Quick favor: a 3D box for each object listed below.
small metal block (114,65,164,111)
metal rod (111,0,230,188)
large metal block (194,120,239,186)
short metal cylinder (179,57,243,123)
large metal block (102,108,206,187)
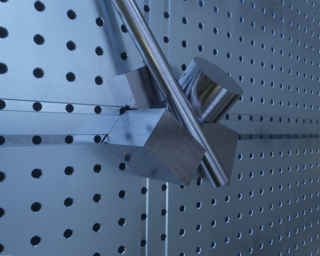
[{"bbox_3d":[-0.023,-0.051,0.392,0.050,0.025,0.050,-31,109,-36],"label":"small metal block"},{"bbox_3d":[0.007,-0.060,0.377,0.025,0.025,0.299,-35,100,-35],"label":"metal rod"},{"bbox_3d":[0.063,0.034,0.448,0.080,0.050,0.080,22,76,-38],"label":"large metal block"},{"bbox_3d":[0.065,-0.052,0.421,0.081,0.080,0.050,11,127,-40],"label":"short metal cylinder"},{"bbox_3d":[-0.007,0.022,0.369,0.080,0.080,0.050,45,63,-31],"label":"large metal block"}]
